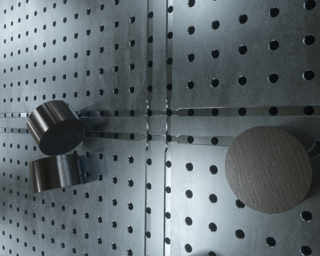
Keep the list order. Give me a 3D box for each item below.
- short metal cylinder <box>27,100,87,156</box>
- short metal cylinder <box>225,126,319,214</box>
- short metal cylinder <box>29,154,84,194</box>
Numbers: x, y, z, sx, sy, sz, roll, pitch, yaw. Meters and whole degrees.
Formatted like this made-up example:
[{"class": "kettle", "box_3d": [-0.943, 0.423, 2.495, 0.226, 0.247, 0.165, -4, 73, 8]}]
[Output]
[{"class": "short metal cylinder", "box_3d": [-0.171, 0.000, 0.515, 0.050, 0.081, 0.080, 47, 118, 30]}, {"class": "short metal cylinder", "box_3d": [0.111, 0.038, 0.301, 0.080, 0.050, 0.079, 0, 90, 40]}, {"class": "short metal cylinder", "box_3d": [-0.172, 0.077, 0.515, 0.080, 0.081, 0.050, -20, 78, 38]}]
